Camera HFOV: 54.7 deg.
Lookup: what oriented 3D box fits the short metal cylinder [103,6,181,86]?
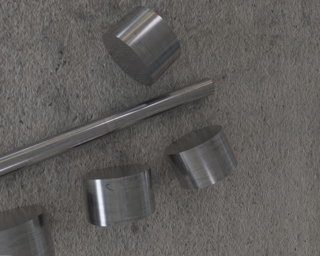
[{"bbox_3d":[-0.022,-0.096,0.372,0.080,0.080,0.050,47,76,-14],"label":"short metal cylinder"}]

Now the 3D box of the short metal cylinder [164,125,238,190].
[{"bbox_3d":[0.052,0.036,0.399,0.080,0.080,0.050,-29,100,-18],"label":"short metal cylinder"}]

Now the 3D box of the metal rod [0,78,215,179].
[{"bbox_3d":[-0.063,-0.004,0.385,0.302,0.025,0.025,-22,98,-19],"label":"metal rod"}]

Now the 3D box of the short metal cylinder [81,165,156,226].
[{"bbox_3d":[-0.048,0.075,0.362,0.081,0.080,0.050,-8,93,-20],"label":"short metal cylinder"}]

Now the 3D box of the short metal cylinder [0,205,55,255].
[{"bbox_3d":[-0.156,0.119,0.322,0.081,0.080,0.050,-12,95,-20],"label":"short metal cylinder"}]
